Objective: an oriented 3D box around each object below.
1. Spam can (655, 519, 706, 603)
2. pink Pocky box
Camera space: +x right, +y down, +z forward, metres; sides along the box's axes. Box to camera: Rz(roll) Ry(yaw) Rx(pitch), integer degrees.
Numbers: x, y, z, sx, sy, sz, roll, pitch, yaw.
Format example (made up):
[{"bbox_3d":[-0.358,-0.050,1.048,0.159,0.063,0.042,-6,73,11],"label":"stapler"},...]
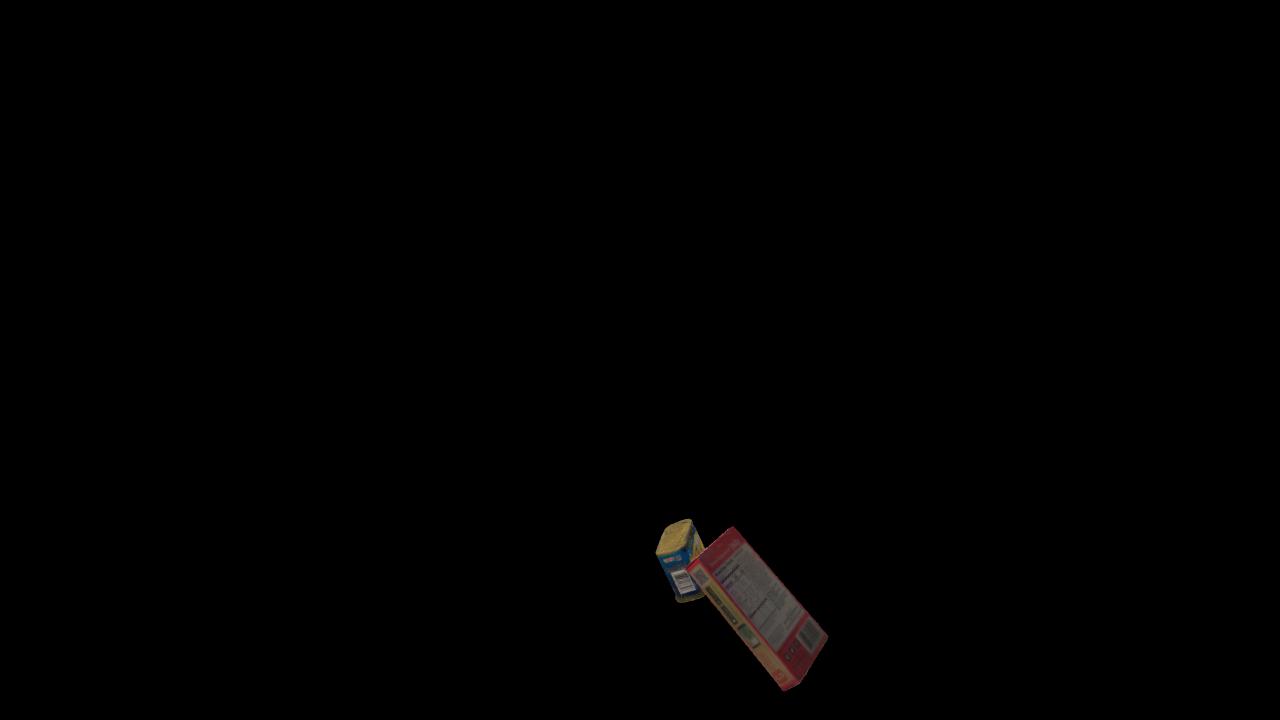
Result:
[{"bbox_3d":[0.071,0.311,0.964,0.058,0.085,0.101,-23,8,17],"label":"Spam can"},{"bbox_3d":[0.126,0.262,0.663,0.084,0.155,0.029,-20,-27,-52],"label":"pink Pocky box"}]
